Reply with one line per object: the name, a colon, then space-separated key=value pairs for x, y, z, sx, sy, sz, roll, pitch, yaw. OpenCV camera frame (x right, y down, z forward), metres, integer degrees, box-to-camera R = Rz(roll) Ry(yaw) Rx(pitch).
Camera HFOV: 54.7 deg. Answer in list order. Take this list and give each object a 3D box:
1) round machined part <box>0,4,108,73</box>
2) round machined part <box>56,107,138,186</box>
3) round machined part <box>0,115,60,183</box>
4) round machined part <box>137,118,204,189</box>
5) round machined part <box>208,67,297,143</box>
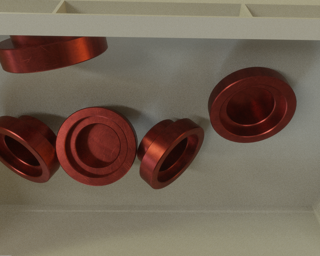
round machined part: x=-0.102 y=-0.087 z=0.287 sx=0.099 sy=0.098 sz=0.042 roll=-6 pitch=118 yaw=5
round machined part: x=-0.077 y=0.021 z=0.395 sx=0.099 sy=0.042 sz=0.097 roll=0 pitch=95 yaw=0
round machined part: x=-0.170 y=0.022 z=0.399 sx=0.098 sy=0.042 sz=0.097 roll=17 pitch=136 yaw=17
round machined part: x=0.009 y=0.028 z=0.399 sx=0.099 sy=0.042 sz=0.097 roll=-38 pitch=150 yaw=-26
round machined part: x=0.107 y=-0.031 z=0.373 sx=0.099 sy=0.042 sz=0.097 roll=-1 pitch=130 yaw=0
